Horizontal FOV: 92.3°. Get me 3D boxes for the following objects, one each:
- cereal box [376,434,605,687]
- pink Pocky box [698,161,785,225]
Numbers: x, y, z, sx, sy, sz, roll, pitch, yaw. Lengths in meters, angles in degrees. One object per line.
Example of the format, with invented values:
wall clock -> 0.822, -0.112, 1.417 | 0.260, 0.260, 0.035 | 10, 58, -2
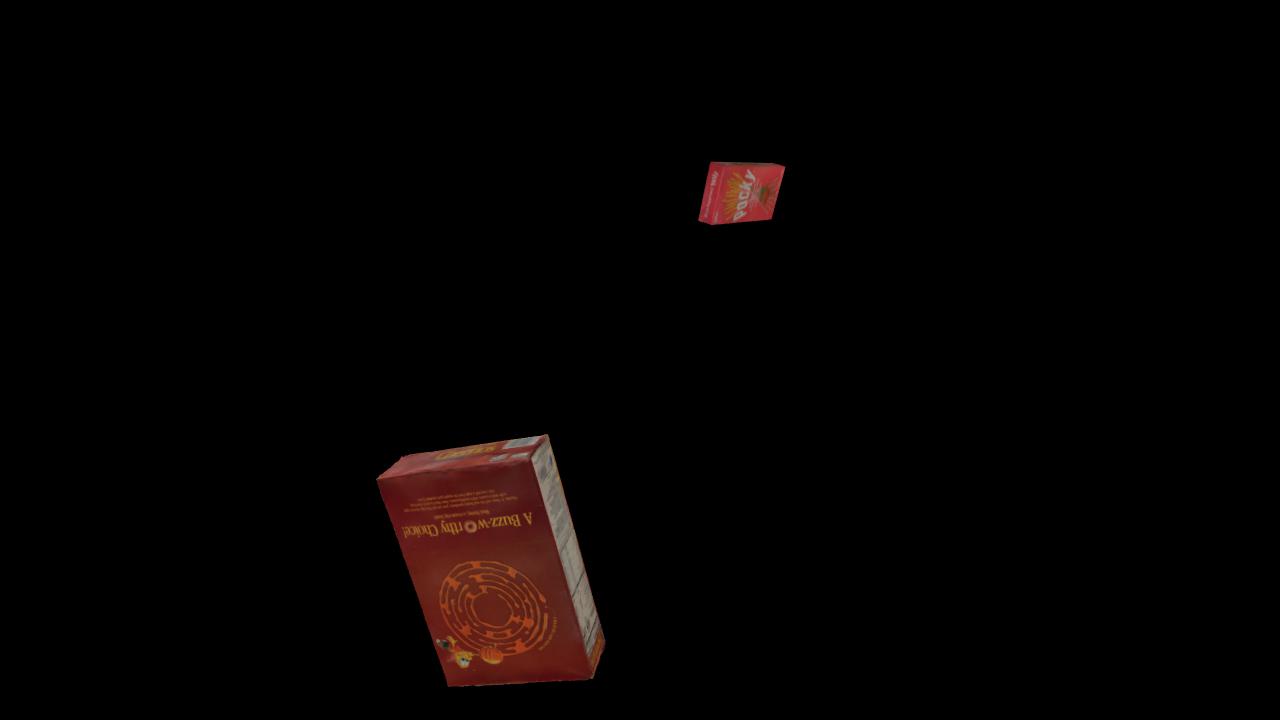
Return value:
cereal box -> -0.178, 0.256, 0.767 | 0.203, 0.306, 0.081 | -10, 15, 13
pink Pocky box -> 0.151, -0.245, 0.900 | 0.155, 0.084, 0.029 | -16, 36, -43
